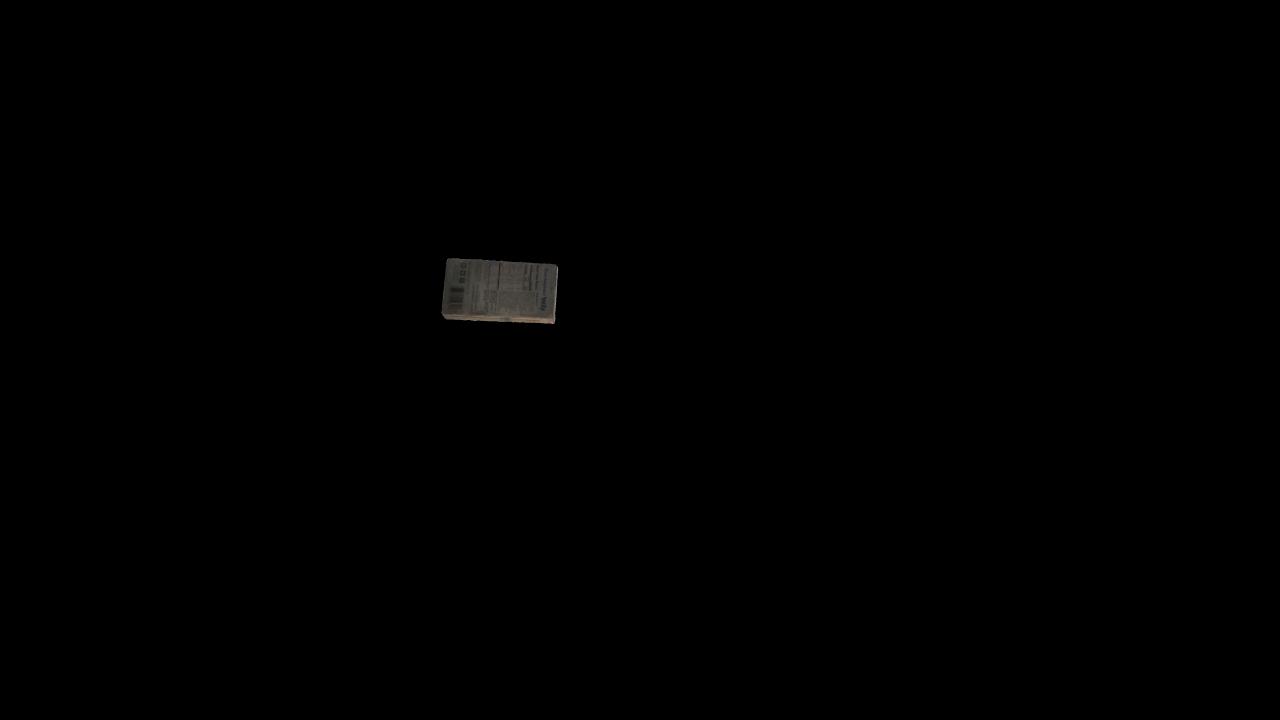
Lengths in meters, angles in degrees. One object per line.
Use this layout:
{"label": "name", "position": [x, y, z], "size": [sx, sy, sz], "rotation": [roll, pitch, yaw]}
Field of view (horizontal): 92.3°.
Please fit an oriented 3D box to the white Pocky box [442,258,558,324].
{"label": "white Pocky box", "position": [-0.194, -0.096, 0.859], "size": [0.154, 0.084, 0.028], "rotation": [2, -14, -4]}
